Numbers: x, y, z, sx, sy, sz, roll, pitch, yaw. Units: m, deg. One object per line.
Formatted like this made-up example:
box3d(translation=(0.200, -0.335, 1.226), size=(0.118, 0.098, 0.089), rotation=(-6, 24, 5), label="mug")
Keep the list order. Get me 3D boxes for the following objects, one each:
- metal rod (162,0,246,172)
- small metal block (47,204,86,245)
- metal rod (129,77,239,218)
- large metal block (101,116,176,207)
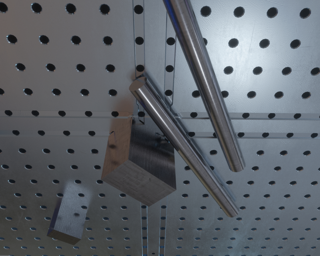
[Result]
box3d(translation=(0.058, -0.049, 0.370), size=(0.025, 0.025, 0.299), rotation=(-18, 128, 14), label="metal rod")
box3d(translation=(-0.160, 0.167, 0.535), size=(0.050, 0.050, 0.025), rotation=(31, 123, -24), label="small metal block")
box3d(translation=(0.049, 0.046, 0.451), size=(0.025, 0.025, 0.300), rotation=(-24, 127, 19), label="metal rod")
box3d(translation=(-0.026, 0.045, 0.413), size=(0.080, 0.080, 0.050), rotation=(37, 121, -27), label="large metal block")
